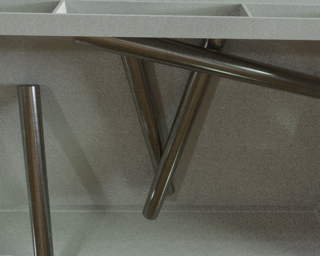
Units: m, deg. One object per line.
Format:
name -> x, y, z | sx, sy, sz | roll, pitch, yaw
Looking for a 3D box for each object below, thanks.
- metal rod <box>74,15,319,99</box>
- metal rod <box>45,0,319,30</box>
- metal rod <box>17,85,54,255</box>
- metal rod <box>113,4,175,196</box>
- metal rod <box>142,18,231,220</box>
metal rod -> 0.068, -0.064, 0.319 | 0.302, 0.025, 0.025 | 8, 131, -22
metal rod -> 0.050, -0.108, 0.293 | 0.302, 0.025, 0.025 | -3, 130, -5
metal rod -> -0.158, 0.094, 0.404 | 0.025, 0.025, 0.298 | 1, 105, -1
metal rod -> -0.014, -0.013, 0.397 | 0.025, 0.025, 0.298 | -8, 130, 6
metal rod -> 0.024, 0.010, 0.395 | 0.025, 0.025, 0.298 | 11, 122, -10
